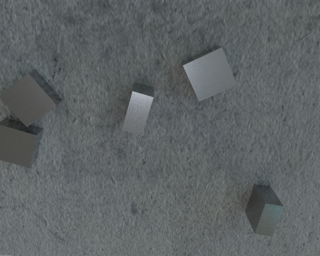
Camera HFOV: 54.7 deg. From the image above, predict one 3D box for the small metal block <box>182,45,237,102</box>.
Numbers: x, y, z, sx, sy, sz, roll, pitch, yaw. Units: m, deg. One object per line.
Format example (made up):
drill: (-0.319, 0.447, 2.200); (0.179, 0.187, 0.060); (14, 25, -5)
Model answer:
small metal block: (0.061, -0.068, 0.386); (0.050, 0.025, 0.050); (-24, 109, 8)

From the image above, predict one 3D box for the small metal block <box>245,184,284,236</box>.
small metal block: (0.147, 0.116, 0.441); (0.025, 0.050, 0.050); (10, 110, -4)

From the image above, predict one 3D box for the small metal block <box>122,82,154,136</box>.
small metal block: (-0.027, -0.025, 0.387); (0.025, 0.050, 0.050); (16, 109, -6)

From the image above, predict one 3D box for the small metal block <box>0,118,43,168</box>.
small metal block: (-0.191, 0.020, 0.414); (0.050, 0.025, 0.050); (17, 109, -7)

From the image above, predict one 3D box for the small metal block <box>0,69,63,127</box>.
small metal block: (-0.163, -0.038, 0.394); (0.050, 0.025, 0.050); (-34, 107, 11)
